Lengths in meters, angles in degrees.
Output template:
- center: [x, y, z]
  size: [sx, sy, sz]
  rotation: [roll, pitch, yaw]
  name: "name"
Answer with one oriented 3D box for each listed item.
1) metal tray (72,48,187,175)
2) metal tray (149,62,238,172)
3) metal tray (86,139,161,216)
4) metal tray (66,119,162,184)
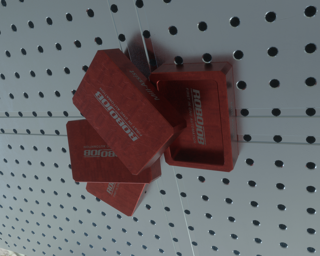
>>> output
- center: [-0.041, -0.020, 0.371]
  size: [0.130, 0.030, 0.089]
  rotation: [48, 126, 12]
  name: "metal tray"
- center: [0.043, -0.011, 0.376]
  size: [0.090, 0.030, 0.129]
  rotation: [3, 120, 26]
  name: "metal tray"
- center: [-0.061, 0.071, 0.482]
  size: [0.090, 0.030, 0.129]
  rotation: [29, 128, 9]
  name: "metal tray"
- center: [-0.067, 0.029, 0.434]
  size: [0.130, 0.030, 0.089]
  rotation: [-4, 95, 25]
  name: "metal tray"
